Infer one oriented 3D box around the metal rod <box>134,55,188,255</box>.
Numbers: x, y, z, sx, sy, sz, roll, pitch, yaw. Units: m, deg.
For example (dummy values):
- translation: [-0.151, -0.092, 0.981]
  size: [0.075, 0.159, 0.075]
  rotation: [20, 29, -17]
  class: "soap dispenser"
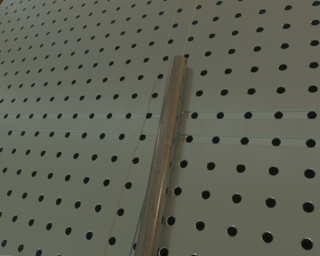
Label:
- translation: [0.004, 0.033, 0.384]
  size: [0.025, 0.025, 0.299]
  rotation: [-4, 60, 26]
  class: "metal rod"
